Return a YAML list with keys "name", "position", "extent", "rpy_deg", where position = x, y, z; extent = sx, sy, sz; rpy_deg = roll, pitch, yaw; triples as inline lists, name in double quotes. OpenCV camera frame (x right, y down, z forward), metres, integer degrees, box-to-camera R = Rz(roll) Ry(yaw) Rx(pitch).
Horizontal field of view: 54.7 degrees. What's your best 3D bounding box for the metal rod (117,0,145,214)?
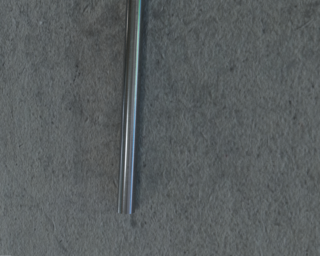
- name: "metal rod"
  position: [-0.040, -0.035, 0.421]
  extent: [0.025, 0.025, 0.298]
  rpy_deg: [3, 91, 19]
